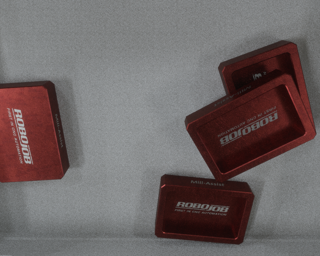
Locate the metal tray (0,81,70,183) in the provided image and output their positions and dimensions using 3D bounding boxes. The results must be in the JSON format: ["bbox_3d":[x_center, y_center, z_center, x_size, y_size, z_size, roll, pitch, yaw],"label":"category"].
[{"bbox_3d":[-0.178,0.006,0.409,0.091,0.030,0.129,-4,110,1],"label":"metal tray"}]

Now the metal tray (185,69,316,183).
[{"bbox_3d":[0.107,-0.001,0.376,0.130,0.030,0.090,-28,108,9],"label":"metal tray"}]

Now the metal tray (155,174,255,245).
[{"bbox_3d":[0.062,0.120,0.453,0.131,0.030,0.089,6,110,-3],"label":"metal tray"}]

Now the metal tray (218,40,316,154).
[{"bbox_3d":[0.138,-0.034,0.396,0.090,0.030,0.129,-20,109,7],"label":"metal tray"}]
